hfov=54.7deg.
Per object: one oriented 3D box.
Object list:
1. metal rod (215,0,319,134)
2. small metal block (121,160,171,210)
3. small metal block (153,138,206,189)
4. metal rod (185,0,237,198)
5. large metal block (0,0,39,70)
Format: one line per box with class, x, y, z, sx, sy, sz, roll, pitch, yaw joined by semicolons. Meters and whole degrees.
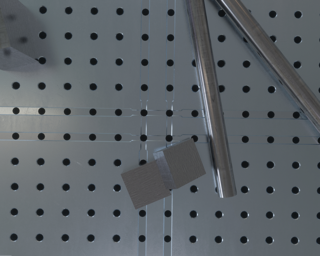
metal rod;0.166;-0.075;0.414;0.025;0.025;0.300;-38;90;0
small metal block;-0.018;0.073;0.413;0.050;0.025;0.050;-23;90;0
small metal block;0.026;0.046;0.402;0.050;0.025;0.050;-21;90;-33
metal rod;0.065;-0.057;0.413;0.025;0.025;0.298;-10;90;0
large metal block;-0.201;-0.123;0.384;0.050;0.080;0.080;-14;90;0
